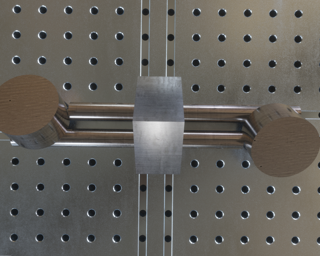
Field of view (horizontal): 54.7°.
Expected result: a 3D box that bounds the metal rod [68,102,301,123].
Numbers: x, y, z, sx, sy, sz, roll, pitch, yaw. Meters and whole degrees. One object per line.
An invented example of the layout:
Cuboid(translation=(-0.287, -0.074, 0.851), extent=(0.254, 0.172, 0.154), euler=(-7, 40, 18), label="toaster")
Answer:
Cuboid(translation=(0.032, -0.020, 0.413), extent=(0.302, 0.025, 0.025), euler=(1, 90, 0), label="metal rod")

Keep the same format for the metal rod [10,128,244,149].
Cuboid(translation=(-0.042, 0.014, 0.412), extent=(0.302, 0.025, 0.025), euler=(1, 90, 0), label="metal rod")

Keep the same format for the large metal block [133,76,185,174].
Cuboid(translation=(-0.001, -0.004, 0.356), extent=(0.050, 0.080, 0.079), euler=(1, 132, 0), label="large metal block")

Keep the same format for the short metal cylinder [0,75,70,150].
Cuboid(translation=(-0.159, -0.019, 0.385), extent=(0.081, 0.050, 0.080), euler=(0, 67, -1), label="short metal cylinder")

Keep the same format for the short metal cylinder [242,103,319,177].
Cuboid(translation=(0.148, 0.014, 0.389), extent=(0.081, 0.050, 0.079), euler=(0, 112, 0), label="short metal cylinder")
